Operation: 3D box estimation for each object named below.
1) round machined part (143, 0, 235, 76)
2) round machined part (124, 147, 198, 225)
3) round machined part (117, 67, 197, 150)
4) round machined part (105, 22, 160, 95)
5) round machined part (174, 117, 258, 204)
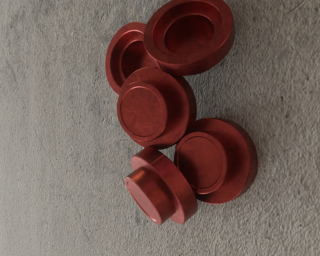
[{"bbox_3d":[0.034,-0.099,0.347,0.098,0.042,0.098,-8,62,16],"label":"round machined part"},{"bbox_3d":[-0.005,0.074,0.365,0.098,0.042,0.097,43,154,27],"label":"round machined part"},{"bbox_3d":[-0.011,-0.021,0.359,0.098,0.042,0.097,7,104,30],"label":"round machined part"},{"bbox_3d":[-0.025,-0.087,0.414,0.098,0.042,0.097,0,90,39],"label":"round machined part"},{"bbox_3d":[0.055,0.037,0.349,0.098,0.042,0.097,0,90,39],"label":"round machined part"}]
